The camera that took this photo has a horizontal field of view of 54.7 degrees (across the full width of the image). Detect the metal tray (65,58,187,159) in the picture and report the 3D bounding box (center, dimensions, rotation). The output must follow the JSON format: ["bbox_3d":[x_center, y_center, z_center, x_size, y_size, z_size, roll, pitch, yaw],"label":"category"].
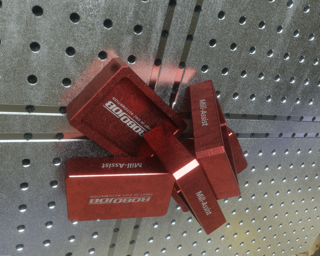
[{"bbox_3d":[-0.037,-0.011,0.382,0.090,0.030,0.130,-46,130,3],"label":"metal tray"}]

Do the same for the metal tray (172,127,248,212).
[{"bbox_3d":[0.068,0.064,0.486,0.130,0.030,0.090,-36,129,-5],"label":"metal tray"}]

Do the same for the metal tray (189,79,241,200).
[{"bbox_3d":[0.068,0.012,0.390,0.030,0.130,0.090,-16,131,15],"label":"metal tray"}]

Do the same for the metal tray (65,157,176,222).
[{"bbox_3d":[-0.051,0.079,0.399,0.131,0.030,0.089,0,130,-12],"label":"metal tray"}]

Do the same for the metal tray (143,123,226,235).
[{"bbox_3d":[0.032,0.065,0.388,0.030,0.090,0.130,-34,129,-7],"label":"metal tray"}]
